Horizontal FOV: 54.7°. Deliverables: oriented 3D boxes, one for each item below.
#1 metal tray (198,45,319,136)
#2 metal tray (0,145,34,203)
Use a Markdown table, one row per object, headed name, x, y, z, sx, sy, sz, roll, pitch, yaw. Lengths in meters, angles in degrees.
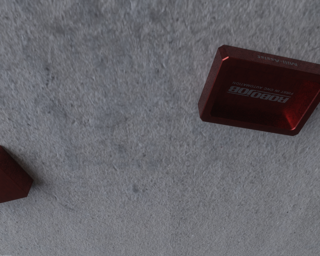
| name | x | y | z | sx | sy | sz | roll | pitch | yaw |
| --- | --- | --- | --- | --- | --- | --- | --- | --- | --- |
| metal tray | 0.121 | -0.041 | 0.370 | 0.131 | 0.030 | 0.089 | 9 | 130 | -8 |
| metal tray | -0.275 | 0.079 | 0.467 | 0.130 | 0.030 | 0.090 | -15 | 129 | 12 |
